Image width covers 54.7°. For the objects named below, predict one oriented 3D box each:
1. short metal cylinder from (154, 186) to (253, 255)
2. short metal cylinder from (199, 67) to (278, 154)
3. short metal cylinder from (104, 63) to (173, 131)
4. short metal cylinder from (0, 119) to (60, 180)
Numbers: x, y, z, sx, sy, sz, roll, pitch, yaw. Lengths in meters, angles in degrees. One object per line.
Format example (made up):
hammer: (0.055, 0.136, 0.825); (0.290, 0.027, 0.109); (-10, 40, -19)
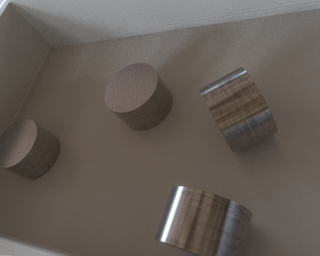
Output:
short metal cylinder: (0.041, 0.094, 0.291); (0.080, 0.080, 0.050); (8, 66, 31)
short metal cylinder: (0.084, -0.019, 0.337); (0.050, 0.080, 0.080); (-28, 52, 10)
short metal cylinder: (-0.029, -0.043, 0.430); (0.080, 0.050, 0.080); (-13, 56, 20)
short metal cylinder: (-0.202, 0.033, 0.473); (0.080, 0.050, 0.080); (-13, 56, 20)
